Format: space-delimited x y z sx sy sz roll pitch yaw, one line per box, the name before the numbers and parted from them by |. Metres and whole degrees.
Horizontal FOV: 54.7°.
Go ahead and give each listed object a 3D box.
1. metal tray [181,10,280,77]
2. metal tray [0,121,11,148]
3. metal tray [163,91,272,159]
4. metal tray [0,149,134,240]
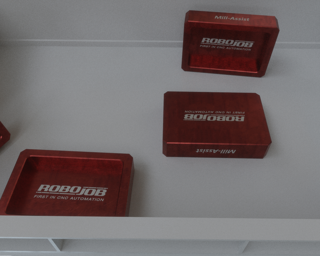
metal tray | 0.101 -0.125 0.468 0.131 0.090 0.030 6 51 5
metal tray | -0.240 -0.008 0.339 0.030 0.129 0.090 13 50 31
metal tray | 0.070 -0.006 0.407 0.131 0.030 0.090 1 50 1
metal tray | -0.098 0.070 0.341 0.131 0.030 0.090 3 50 2
